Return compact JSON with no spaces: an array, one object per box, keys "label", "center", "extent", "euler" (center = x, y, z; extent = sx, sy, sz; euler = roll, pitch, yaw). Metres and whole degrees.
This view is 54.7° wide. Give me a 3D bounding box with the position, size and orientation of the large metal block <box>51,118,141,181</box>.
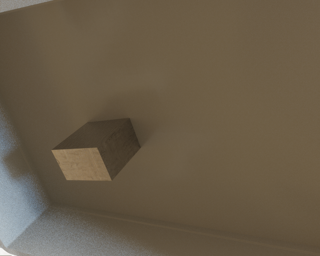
[{"label":"large metal block","center":[-0.087,0.029,0.435],"extent":[0.080,0.080,0.050],"euler":[-5,116,30]}]
